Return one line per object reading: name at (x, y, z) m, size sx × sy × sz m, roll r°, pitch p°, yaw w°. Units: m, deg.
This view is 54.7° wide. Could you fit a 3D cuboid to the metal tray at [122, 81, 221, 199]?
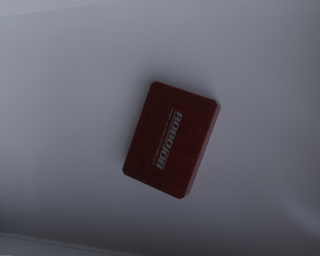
metal tray at (0.014, 0.014, 0.402) m, size 0.090 × 0.030 × 0.129 m, roll 21°, pitch 97°, yaw 18°
